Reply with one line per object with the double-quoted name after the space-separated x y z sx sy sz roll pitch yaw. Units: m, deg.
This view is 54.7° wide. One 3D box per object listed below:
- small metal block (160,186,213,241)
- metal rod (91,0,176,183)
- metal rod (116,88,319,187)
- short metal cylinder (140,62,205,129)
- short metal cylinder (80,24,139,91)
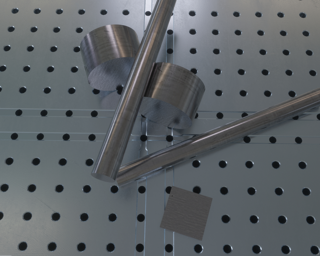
0.031 0.103 0.374 0.050 0.025 0.050 17 71 6 "small metal block"
-0.018 -0.080 0.373 0.025 0.025 0.300 14 64 5 "metal rod"
0.085 0.009 0.408 0.302 0.025 0.025 -21 72 -8 "metal rod"
0.011 -0.040 0.397 0.080 0.080 0.050 20 72 7 "short metal cylinder"
-0.062 -0.092 0.416 0.081 0.080 0.050 -16 71 -6 "short metal cylinder"
